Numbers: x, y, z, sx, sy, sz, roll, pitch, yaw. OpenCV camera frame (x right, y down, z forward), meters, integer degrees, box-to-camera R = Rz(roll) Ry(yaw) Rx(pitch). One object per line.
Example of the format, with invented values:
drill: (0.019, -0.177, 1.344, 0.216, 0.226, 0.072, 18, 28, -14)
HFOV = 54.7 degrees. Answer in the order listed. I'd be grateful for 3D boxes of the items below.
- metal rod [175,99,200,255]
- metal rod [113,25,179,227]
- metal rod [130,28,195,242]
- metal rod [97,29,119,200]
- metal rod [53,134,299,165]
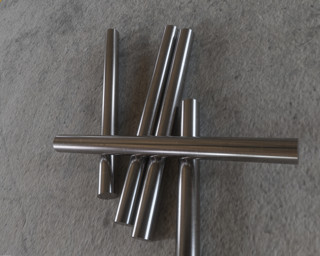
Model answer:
metal rod: (0.030, 0.099, 0.326, 0.025, 0.025, 0.299, -10, 57, 23)
metal rod: (-0.012, -0.021, 0.421, 0.025, 0.025, 0.300, -1, 61, 27)
metal rod: (0.010, -0.010, 0.403, 0.025, 0.025, 0.300, -1, 61, 27)
metal rod: (-0.075, -0.041, 0.465, 0.025, 0.025, 0.299, -17, 55, 18)
metal rod: (-0.004, 0.021, 0.358, 0.300, 0.025, 0.025, 0, 62, 27)
